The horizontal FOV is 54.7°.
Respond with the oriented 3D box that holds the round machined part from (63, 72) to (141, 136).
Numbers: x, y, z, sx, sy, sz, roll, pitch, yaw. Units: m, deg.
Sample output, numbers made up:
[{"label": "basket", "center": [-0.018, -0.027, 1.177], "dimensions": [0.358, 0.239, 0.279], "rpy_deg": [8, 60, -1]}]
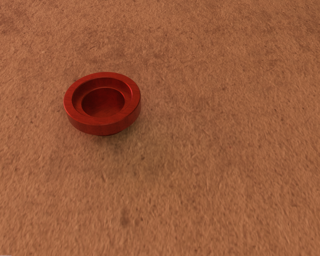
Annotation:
[{"label": "round machined part", "center": [-0.074, -0.028, 0.414], "dimensions": [0.099, 0.042, 0.098], "rpy_deg": [0, 50, 0]}]
